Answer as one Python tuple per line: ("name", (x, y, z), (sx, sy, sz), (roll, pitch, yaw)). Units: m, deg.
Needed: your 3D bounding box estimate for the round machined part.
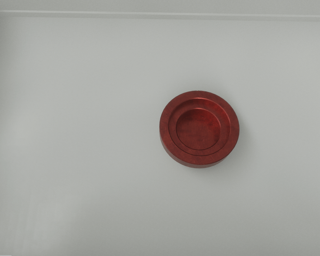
("round machined part", (0.048, 0.004, 0.400), (0.099, 0.042, 0.098), (0, 70, -1))
